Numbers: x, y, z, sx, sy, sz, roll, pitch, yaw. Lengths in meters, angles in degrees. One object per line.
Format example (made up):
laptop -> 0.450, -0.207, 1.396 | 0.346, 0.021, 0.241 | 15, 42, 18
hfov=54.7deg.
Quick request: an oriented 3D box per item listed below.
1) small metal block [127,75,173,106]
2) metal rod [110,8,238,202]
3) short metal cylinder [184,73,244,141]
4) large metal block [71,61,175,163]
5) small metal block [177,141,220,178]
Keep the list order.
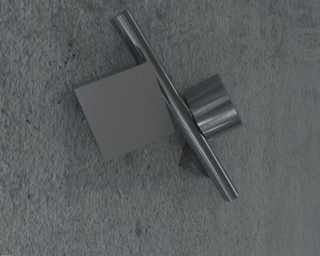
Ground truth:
small metal block -> -0.014, -0.049, 0.396 | 0.050, 0.025, 0.050 | 16, 80, -39
metal rod -> 0.031, -0.012, 0.402 | 0.025, 0.025, 0.299 | -49, 119, -29
short metal cylinder -> 0.075, -0.029, 0.429 | 0.080, 0.050, 0.080 | 56, 18, -27
large metal block -> -0.040, -0.021, 0.336 | 0.081, 0.050, 0.080 | -24, 107, -13
small metal block -> 0.058, 0.042, 0.458 | 0.050, 0.025, 0.050 | 31, 71, -36
